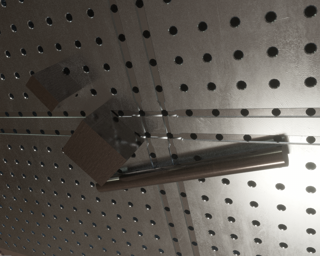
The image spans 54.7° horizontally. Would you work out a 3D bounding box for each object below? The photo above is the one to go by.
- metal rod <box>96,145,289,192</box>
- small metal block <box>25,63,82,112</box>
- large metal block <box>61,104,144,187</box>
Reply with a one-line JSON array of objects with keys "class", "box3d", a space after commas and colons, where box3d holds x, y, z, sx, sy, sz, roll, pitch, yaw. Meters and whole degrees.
[{"class": "metal rod", "box3d": [0.023, 0.064, 0.437, 0.300, 0.025, 0.025, -15, 111, 33]}, {"class": "small metal block", "box3d": [-0.148, -0.058, 0.435, 0.050, 0.050, 0.025, 47, 129, -5]}, {"class": "large metal block", "box3d": [-0.084, 0.026, 0.454, 0.080, 0.050, 0.080, 43, 129, -2]}]
